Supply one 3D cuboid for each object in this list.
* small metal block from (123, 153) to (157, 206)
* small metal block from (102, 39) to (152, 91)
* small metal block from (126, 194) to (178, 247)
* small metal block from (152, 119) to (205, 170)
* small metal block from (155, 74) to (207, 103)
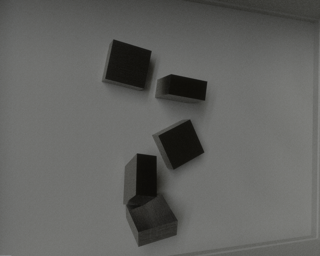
[{"bbox_3d":[-0.025,0.065,0.380,0.025,0.050,0.050,10,61,-20],"label":"small metal block"},{"bbox_3d":[-0.043,-0.079,0.395,0.050,0.025,0.050,12,86,-20],"label":"small metal block"},{"bbox_3d":[-0.012,0.115,0.391,0.050,0.050,0.025,-10,121,-20],"label":"small metal block"},{"bbox_3d":[0.025,0.021,0.421,0.050,0.025,0.050,-27,99,-18],"label":"small metal block"},{"bbox_3d":[0.027,-0.050,0.408,0.050,0.050,0.025,8,88,-20],"label":"small metal block"}]
